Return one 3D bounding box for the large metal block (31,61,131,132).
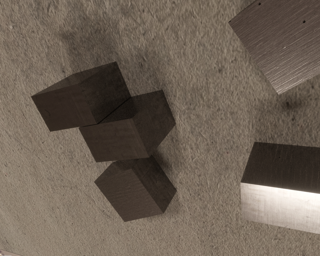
[{"bbox_3d":[-0.098,-0.041,0.396,0.080,0.080,0.050,-8,114,31],"label":"large metal block"}]

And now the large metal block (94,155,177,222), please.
[{"bbox_3d":[-0.036,0.087,0.462,0.080,0.050,0.080,-24,106,36],"label":"large metal block"}]

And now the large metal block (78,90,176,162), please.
[{"bbox_3d":[-0.038,-0.003,0.388,0.080,0.080,0.050,-9,114,31],"label":"large metal block"}]

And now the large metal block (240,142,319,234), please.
[{"bbox_3d":[0.137,0.060,0.336,0.080,0.080,0.050,5,121,25],"label":"large metal block"}]

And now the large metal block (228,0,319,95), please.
[{"bbox_3d":[0.121,-0.089,0.271,0.080,0.050,0.080,-31,102,37],"label":"large metal block"}]
